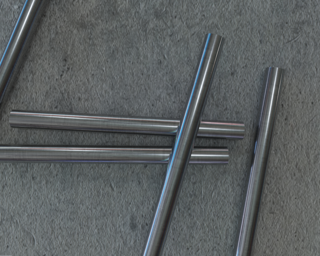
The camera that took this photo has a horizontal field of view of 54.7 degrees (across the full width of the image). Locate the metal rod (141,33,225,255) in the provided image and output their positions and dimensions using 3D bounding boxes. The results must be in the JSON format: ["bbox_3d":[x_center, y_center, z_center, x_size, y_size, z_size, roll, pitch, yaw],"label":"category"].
[{"bbox_3d":[0.026,0.031,0.383,0.025,0.025,0.298,16,90,0],"label":"metal rod"}]

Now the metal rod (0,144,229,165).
[{"bbox_3d":[-0.063,0.035,0.409,0.302,0.025,0.025,1,90,0],"label":"metal rod"}]

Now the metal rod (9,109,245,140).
[{"bbox_3d":[-0.042,-0.004,0.409,0.302,0.025,0.025,3,90,0],"label":"metal rod"}]

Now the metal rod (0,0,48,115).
[{"bbox_3d":[-0.194,-0.094,0.408,0.025,0.025,0.299,23,90,0],"label":"metal rod"}]

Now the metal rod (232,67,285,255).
[{"bbox_3d":[0.127,0.069,0.410,0.025,0.025,0.298,10,90,0],"label":"metal rod"}]
